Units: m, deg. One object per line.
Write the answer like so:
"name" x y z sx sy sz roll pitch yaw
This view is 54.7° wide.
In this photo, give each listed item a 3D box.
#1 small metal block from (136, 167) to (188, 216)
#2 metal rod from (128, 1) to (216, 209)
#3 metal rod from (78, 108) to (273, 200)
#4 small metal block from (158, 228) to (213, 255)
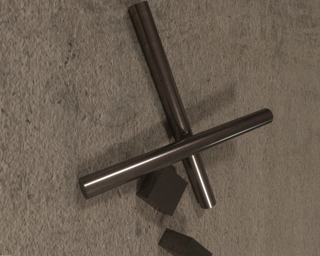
"small metal block" 0.004 0.081 0.410 0.050 0.025 0.050 44 63 -31
"metal rod" 0.023 -0.019 0.425 0.025 0.025 0.298 -33 111 -35
"metal rod" 0.041 0.024 0.410 0.302 0.025 0.025 -19 103 -29
"small metal block" 0.034 0.164 0.420 0.050 0.050 0.025 46 62 -31
